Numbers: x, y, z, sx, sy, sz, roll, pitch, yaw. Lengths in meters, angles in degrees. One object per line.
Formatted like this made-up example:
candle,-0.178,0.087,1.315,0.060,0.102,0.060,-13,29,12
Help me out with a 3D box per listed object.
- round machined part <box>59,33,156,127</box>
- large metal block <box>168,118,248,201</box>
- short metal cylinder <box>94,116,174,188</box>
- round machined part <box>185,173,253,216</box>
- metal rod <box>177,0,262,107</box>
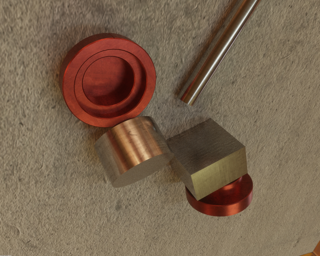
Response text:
round machined part,-0.057,-0.053,0.332,0.099,0.042,0.097,-14,124,-21
large metal block,0.062,0.040,0.430,0.080,0.080,0.050,-26,128,-13
short metal cylinder,-0.030,0.029,0.369,0.080,0.050,0.080,-27,162,-9
round machined part,0.086,0.080,0.457,0.099,0.098,0.042,-18,120,-18
metal rod,0.110,-0.158,0.368,0.025,0.025,0.299,22,106,-36
